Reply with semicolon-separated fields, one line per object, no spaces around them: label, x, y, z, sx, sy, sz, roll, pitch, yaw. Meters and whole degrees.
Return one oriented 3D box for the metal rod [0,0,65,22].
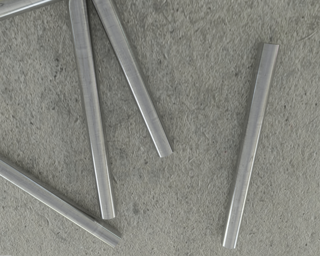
metal rod;-0.113;-0.148;0.332;0.301;0.025;0.025;-12;110;13

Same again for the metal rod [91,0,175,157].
metal rod;-0.045;-0.098;0.373;0.025;0.025;0.299;-20;109;7

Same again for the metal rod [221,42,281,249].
metal rod;0.119;0.037;0.424;0.025;0.025;0.298;5;110;-2

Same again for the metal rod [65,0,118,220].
metal rod;-0.085;-0.013;0.404;0.025;0.025;0.298;-4;110;1

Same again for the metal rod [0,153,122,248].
metal rod;-0.181;0.081;0.437;0.301;0.025;0.025;38;106;-13
